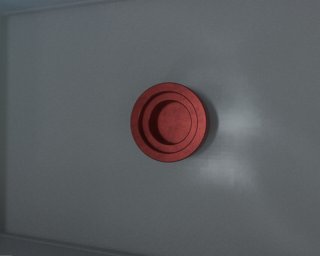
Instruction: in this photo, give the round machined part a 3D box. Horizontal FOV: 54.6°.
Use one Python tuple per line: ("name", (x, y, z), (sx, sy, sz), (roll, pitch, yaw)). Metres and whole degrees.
("round machined part", (0.016, -0.007, 0.396), (0.098, 0.042, 0.097), (0, 90, 20))
